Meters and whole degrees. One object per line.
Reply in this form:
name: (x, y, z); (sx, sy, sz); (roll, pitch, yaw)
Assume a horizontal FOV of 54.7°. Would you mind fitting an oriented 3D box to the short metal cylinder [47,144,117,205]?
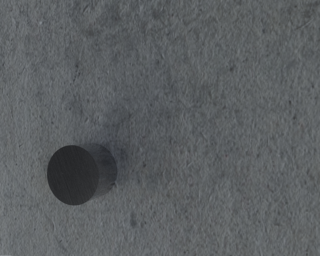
short metal cylinder: (-0.108, 0.062, 0.432); (0.080, 0.050, 0.079); (0, 90, 19)
